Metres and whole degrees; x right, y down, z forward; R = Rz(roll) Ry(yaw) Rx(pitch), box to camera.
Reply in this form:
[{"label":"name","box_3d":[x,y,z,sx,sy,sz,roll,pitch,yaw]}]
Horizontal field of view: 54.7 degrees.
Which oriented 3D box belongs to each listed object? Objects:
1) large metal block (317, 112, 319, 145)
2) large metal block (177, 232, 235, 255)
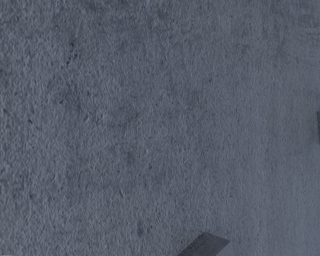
[{"label":"large metal block","box_3d":[0.422,-0.007,0.741,0.081,0.050,0.079,-14,99,-39]},{"label":"large metal block","box_3d":[0.067,0.212,0.445,0.081,0.050,0.080,-26,107,-37]}]
